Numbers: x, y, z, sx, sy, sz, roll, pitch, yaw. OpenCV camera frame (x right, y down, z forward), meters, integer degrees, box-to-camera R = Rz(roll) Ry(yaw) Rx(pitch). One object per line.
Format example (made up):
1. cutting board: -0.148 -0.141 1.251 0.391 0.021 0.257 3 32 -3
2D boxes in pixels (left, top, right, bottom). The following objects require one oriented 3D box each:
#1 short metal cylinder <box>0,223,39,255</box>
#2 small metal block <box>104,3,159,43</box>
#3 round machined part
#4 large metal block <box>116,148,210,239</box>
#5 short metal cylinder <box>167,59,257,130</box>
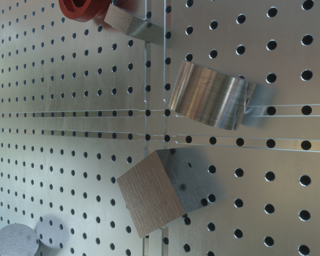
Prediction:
1. short metal cylinder: -0.287 0.236 0.606 0.080 0.081 0.050 52 120 27
2. small metal block: -0.039 -0.143 0.423 0.050 0.050 0.025 39 114 32
3. round machined part: -0.115 -0.217 0.491 0.098 0.042 0.097 0 90 39
4. large metal block: 0.001 0.080 0.390 0.080 0.050 0.080 -39 66 33
5. short metal cylinder: 0.054 -0.036 0.328 0.080 0.081 0.050 29 108 36
